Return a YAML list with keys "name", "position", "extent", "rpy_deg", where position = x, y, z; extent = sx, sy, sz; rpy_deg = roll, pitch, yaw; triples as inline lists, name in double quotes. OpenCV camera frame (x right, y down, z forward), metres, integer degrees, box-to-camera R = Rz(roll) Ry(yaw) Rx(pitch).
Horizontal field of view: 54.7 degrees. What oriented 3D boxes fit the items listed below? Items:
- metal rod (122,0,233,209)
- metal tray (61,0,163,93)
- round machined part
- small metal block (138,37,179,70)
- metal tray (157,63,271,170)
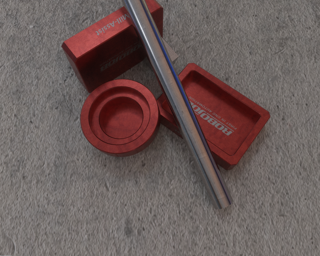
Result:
- name: "metal rod"
  position: [0.017, -0.043, 0.369]
  extent: [0.025, 0.025, 0.299]
  rpy_deg: [-25, 94, -9]
- name: "metal tray"
  position: [-0.056, -0.110, 0.414]
  extent: [0.131, 0.090, 0.030]
  rpy_deg: [-36, 74, -12]
- name: "round machined part"
  position: [-0.048, -0.010, 0.400]
  extent: [0.099, 0.042, 0.098]
  rpy_deg: [-2, 73, 5]
- name: "small metal block"
  position: [-0.005, -0.101, 0.428]
  extent: [0.025, 0.050, 0.050]
  rpy_deg: [-42, 90, -11]
- name: "metal tray"
  position: [0.066, -0.017, 0.414]
  extent: [0.130, 0.030, 0.090]
  rpy_deg: [36, 74, 12]
